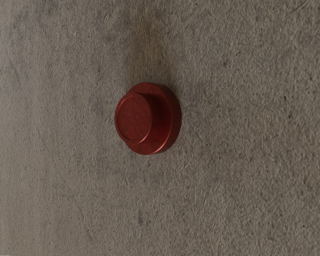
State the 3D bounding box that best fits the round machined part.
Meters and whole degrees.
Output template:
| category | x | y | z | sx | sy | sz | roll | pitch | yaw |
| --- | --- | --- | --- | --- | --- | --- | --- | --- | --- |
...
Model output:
| category | x | y | z | sx | sy | sz | roll | pitch | yaw |
| --- | --- | --- | --- | --- | --- | --- | --- | --- | --- |
| round machined part | -0.023 | -0.012 | 0.414 | 0.098 | 0.042 | 0.097 | 0 | 90 | 40 |
